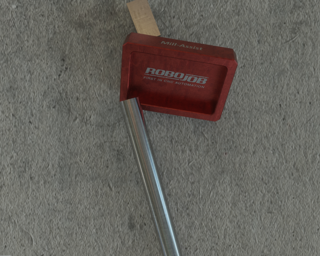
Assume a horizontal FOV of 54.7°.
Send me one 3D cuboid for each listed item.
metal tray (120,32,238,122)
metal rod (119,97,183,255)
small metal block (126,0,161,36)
[{"bbox_3d":[0.019,-0.060,0.382,0.131,0.030,0.089,9,130,-1],"label":"metal tray"},{"bbox_3d":[0.001,0.108,0.395,0.025,0.025,0.298,-15,96,0],"label":"metal rod"},{"bbox_3d":[-0.020,-0.131,0.397,0.025,0.050,0.050,-21,90,0],"label":"small metal block"}]
